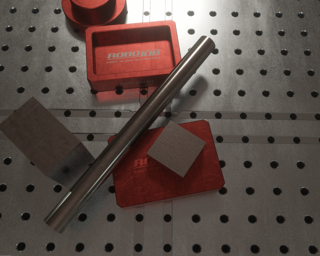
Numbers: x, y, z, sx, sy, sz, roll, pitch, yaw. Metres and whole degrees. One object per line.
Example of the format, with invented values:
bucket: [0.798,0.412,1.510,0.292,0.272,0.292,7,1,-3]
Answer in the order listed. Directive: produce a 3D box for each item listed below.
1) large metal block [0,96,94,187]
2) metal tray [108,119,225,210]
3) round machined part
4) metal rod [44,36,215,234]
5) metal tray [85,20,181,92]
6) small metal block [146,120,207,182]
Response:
large metal block: [-0.132,0.020,0.374,0.080,0.080,0.050,41,75,13]
metal tray: [0.006,0.046,0.393,0.131,0.030,0.090,-10,70,-4]
round machined part: [-0.101,-0.196,0.473,0.099,0.042,0.098,0,70,-1]
metal rod: [-0.026,-0.004,0.380,0.025,0.025,0.300,36,73,12]
metal tray: [-0.038,-0.105,0.446,0.131,0.030,0.090,-6,70,-3]
small metal block: [0.019,0.027,0.370,0.050,0.025,0.050,33,73,11]
